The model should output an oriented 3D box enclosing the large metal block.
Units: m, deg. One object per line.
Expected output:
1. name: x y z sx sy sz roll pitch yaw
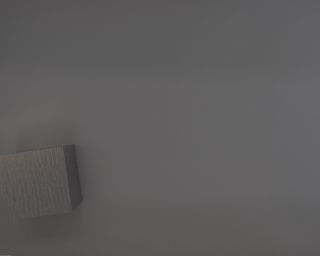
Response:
1. large metal block: -0.151 0.067 0.398 0.080 0.050 0.080 -8 90 0
